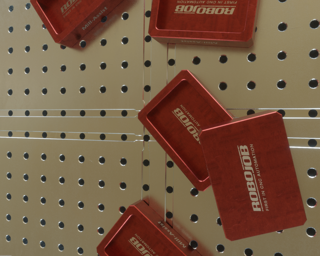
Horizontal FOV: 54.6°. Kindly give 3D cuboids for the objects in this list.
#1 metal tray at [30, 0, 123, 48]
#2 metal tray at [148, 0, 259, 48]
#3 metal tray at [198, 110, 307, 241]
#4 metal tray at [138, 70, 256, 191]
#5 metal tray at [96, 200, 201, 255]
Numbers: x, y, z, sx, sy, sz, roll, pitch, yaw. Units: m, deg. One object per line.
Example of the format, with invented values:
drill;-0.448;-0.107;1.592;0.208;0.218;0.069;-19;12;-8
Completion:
metal tray;-0.118;-0.193;0.452;0.130;0.030;0.090;-36;79;16
metal tray;0.056;-0.153;0.390;0.130;0.030;0.090;9;93;19
metal tray;0.102;0.053;0.351;0.090;0.030;0.129;-15;95;5
metal tray;0.045;0.002;0.394;0.090;0.030;0.130;-43;77;15
metal tray;-0.011;0.174;0.414;0.130;0.030;0.090;40;103;15
